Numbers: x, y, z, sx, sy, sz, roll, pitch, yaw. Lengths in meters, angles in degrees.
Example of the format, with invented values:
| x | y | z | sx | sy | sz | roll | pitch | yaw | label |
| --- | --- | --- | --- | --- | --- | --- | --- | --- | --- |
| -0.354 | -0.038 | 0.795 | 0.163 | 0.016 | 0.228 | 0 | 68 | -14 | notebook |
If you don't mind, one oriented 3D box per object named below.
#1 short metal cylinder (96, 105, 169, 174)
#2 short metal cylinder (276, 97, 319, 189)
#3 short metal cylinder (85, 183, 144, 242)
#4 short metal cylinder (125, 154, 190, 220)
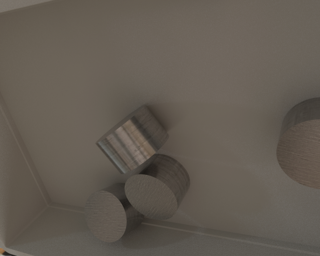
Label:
| x | y | z | sx | sy | sz | roll | pitch | yaw | label |
| --- | --- | --- | --- | --- | --- | --- | --- | --- | --- |
| -0.035 | 0.014 | 0.399 | 0.080 | 0.080 | 0.050 | -31 | 101 | 37 | short metal cylinder |
| 0.164 | 0.015 | 0.315 | 0.080 | 0.050 | 0.079 | 13 | 124 | 20 | short metal cylinder |
| -0.072 | 0.132 | 0.492 | 0.080 | 0.050 | 0.079 | 3 | 96 | 28 | short metal cylinder |
| -0.003 | 0.084 | 0.445 | 0.080 | 0.050 | 0.079 | 13 | 124 | 20 | short metal cylinder |
